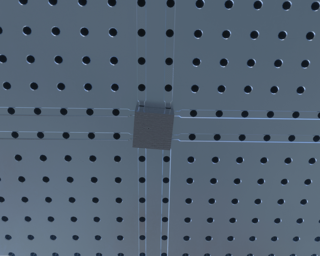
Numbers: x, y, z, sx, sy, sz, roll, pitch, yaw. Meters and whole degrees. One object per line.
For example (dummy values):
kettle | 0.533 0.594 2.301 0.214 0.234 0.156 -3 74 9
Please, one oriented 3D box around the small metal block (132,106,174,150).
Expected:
small metal block | -0.009 0.000 0.413 0.050 0.025 0.050 5 110 -2
